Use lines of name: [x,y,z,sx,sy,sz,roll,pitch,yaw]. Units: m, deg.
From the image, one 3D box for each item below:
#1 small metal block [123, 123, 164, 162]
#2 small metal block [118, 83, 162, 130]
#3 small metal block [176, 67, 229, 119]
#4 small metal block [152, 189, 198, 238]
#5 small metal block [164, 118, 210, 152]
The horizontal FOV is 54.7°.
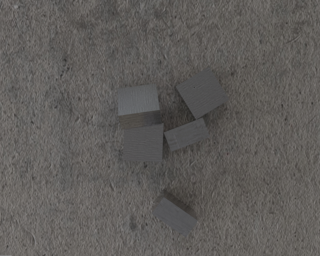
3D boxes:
small metal block: [-0.021,0.018,0.410,0.050,0.025,0.050,2,90,0]
small metal block: [-0.026,-0.028,0.396,0.050,0.025,0.050,-8,48,0]
small metal block: [0.055,-0.045,0.410,0.050,0.025,0.050,-31,90,0]
small metal block: [0.018,0.107,0.398,0.050,0.050,0.025,35,90,0]
small metal block: [0.033,0.008,0.398,0.050,0.050,0.025,-21,90,0]
